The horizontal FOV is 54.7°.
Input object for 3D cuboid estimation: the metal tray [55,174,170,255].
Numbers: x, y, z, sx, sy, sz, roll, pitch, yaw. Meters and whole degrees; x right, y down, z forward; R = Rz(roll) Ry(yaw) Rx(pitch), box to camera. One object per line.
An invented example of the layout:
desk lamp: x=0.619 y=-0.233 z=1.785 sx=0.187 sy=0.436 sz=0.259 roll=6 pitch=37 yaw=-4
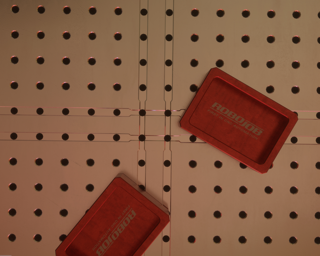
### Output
metal tray: x=-0.061 y=0.138 z=0.410 sx=0.090 sy=0.030 sz=0.130 roll=39 pitch=90 yaw=-1

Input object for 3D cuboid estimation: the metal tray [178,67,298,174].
metal tray: x=0.101 y=-0.010 z=0.412 sx=0.130 sy=0.030 sz=0.090 roll=30 pitch=90 yaw=-1
